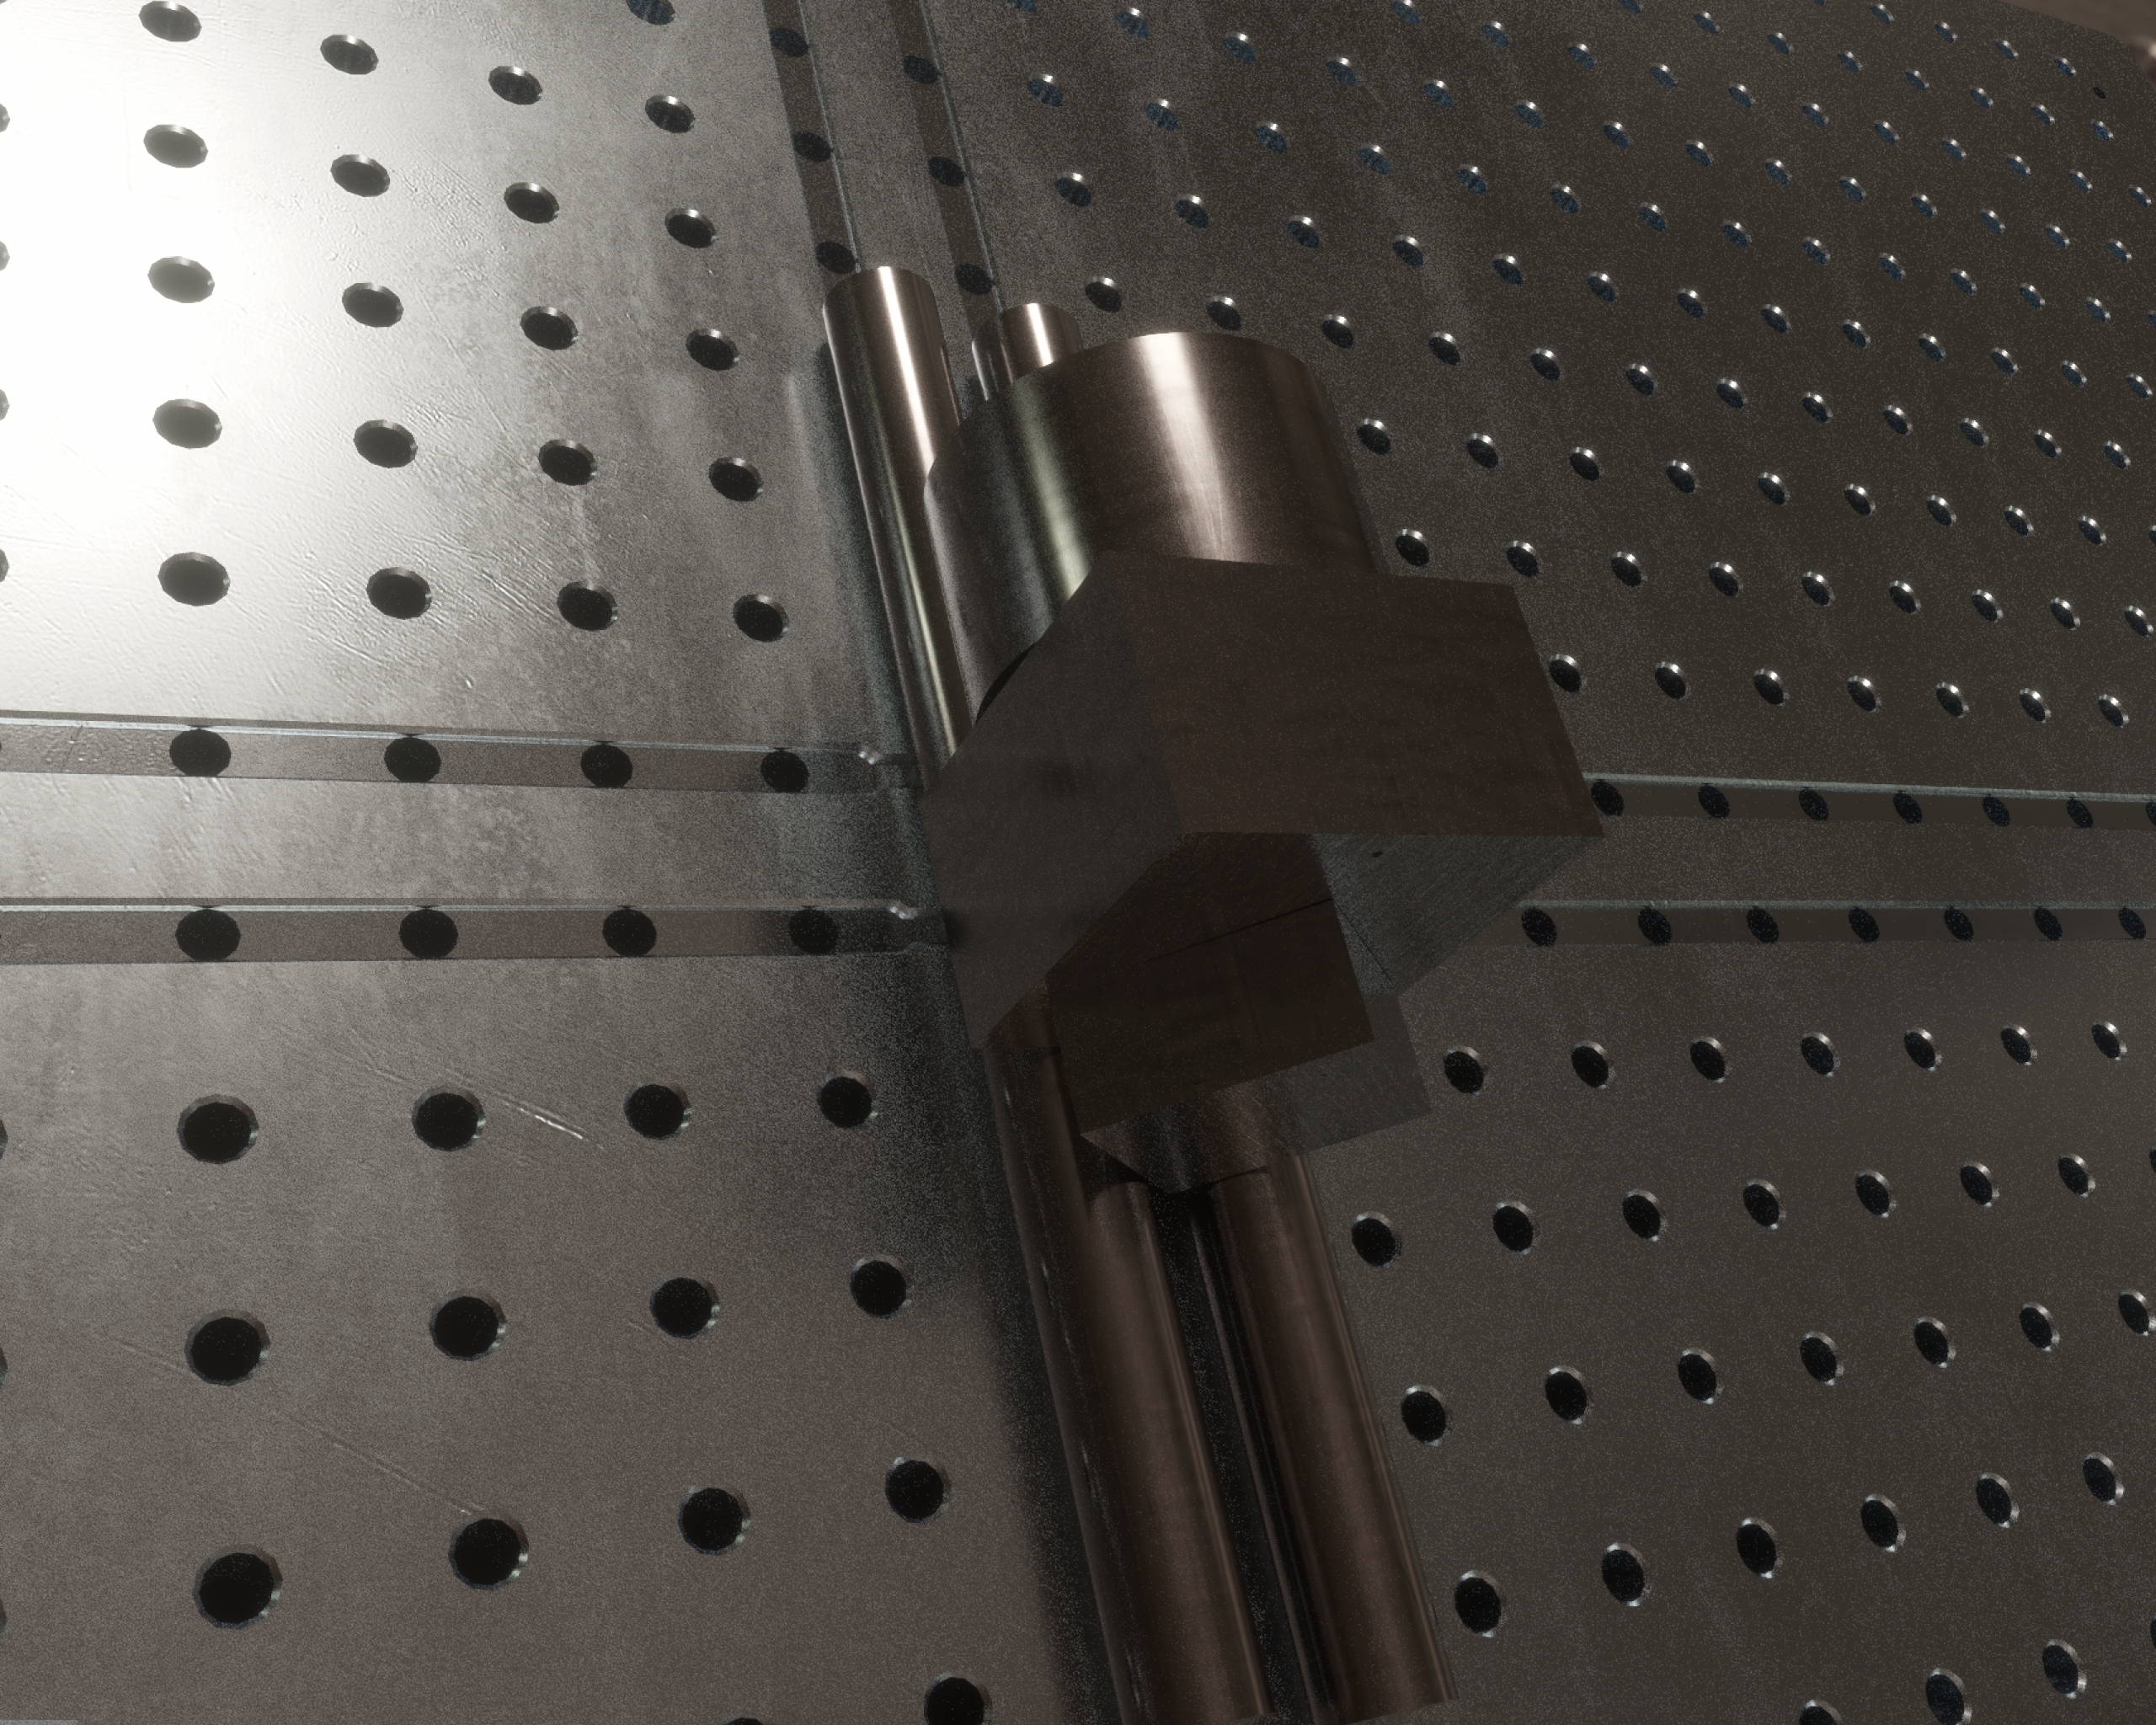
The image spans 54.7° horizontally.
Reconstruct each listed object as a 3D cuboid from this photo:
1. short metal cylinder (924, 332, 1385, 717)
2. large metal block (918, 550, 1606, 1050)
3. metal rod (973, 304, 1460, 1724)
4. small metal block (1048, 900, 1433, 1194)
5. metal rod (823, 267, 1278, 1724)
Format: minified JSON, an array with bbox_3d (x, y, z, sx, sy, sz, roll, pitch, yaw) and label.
[{"bbox_3d":[0.016,-0.052,0.387,0.081,0.080,0.050,1,62,-28],"label":"short metal cylinder"},{"bbox_3d":[0.028,-0.008,0.363,0.081,0.080,0.050,0,62,-29],"label":"large metal block"},{"bbox_3d":[0.020,0.012,0.415,0.025,0.025,0.299,1,61,-28],"label":"metal rod"},{"bbox_3d":[0.029,0.033,0.360,0.050,0.050,0.025,46,27,-62],"label":"small metal block"},{"bbox_3d":[-0.012,0.008,0.399,0.025,0.025,0.299,1,61,-28],"label":"metal rod"}]
